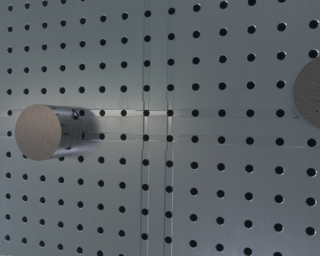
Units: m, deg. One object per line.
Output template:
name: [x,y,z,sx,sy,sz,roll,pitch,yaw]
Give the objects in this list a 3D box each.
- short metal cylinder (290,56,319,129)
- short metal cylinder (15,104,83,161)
short metal cylinder: [0.185,-0.037,0.334,0.080,0.050,0.079,0,90,20]
short metal cylinder: [-0.163,0.006,0.457,0.080,0.050,0.079,0,90,20]
